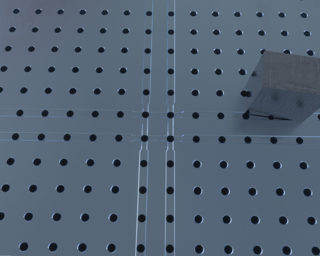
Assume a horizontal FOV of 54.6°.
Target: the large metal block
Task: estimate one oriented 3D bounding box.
[{"bbox_3d":[0.163,-0.051,0.402,0.080,0.080,0.050,9,70,3],"label":"large metal block"}]
